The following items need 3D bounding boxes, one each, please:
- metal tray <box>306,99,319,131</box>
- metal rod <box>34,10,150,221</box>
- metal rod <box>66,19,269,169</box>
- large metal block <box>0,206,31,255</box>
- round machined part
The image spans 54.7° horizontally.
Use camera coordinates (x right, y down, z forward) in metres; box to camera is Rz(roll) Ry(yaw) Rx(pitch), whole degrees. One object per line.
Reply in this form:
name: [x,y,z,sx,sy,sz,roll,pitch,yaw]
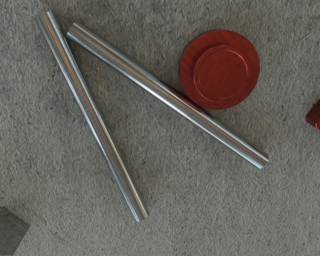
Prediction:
metal tray: [0.267,-0.038,0.396,0.090,0.030,0.129,29,107,-11]
metal rod: [-0.080,-0.001,0.408,0.025,0.025,0.299,-20,109,7]
metal rod: [0.019,-0.036,0.396,0.301,0.025,0.025,34,106,-12]
large metal block: [-0.245,0.174,0.441,0.080,0.080,0.050,-42,105,14]
round machined part: [0.073,-0.068,0.377,0.099,0.042,0.097,0,110,-1]
